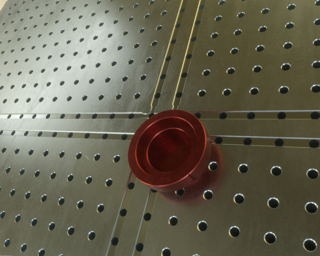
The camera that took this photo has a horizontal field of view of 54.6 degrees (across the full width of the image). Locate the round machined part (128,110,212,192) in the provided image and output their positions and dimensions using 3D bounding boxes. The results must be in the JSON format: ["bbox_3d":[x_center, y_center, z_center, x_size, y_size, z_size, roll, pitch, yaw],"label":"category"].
[{"bbox_3d":[0.015,0.030,0.372,0.098,0.042,0.098,-13,56,21],"label":"round machined part"}]
